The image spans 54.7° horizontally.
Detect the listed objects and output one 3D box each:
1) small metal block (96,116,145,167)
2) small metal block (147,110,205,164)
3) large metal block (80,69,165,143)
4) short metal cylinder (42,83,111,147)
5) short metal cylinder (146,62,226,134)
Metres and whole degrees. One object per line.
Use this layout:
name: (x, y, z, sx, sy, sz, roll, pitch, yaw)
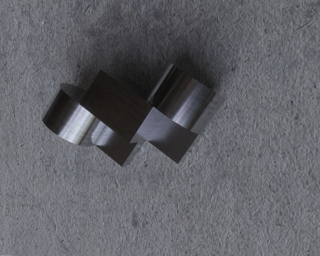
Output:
small metal block: (-0.053, 0.017, 0.429, 0.050, 0.025, 0.050, 37, 102, 16)
small metal block: (0.021, 0.011, 0.403, 0.050, 0.025, 0.050, 37, 102, 16)
large metal block: (-0.039, -0.026, 0.395, 0.080, 0.080, 0.050, 37, 102, 16)
short metal cylinder: (-0.110, -0.018, 0.420, 0.080, 0.080, 0.050, 37, 102, 16)
short metal cylinder: (0.031, -0.036, 0.370, 0.080, 0.080, 0.050, 37, 102, 16)
